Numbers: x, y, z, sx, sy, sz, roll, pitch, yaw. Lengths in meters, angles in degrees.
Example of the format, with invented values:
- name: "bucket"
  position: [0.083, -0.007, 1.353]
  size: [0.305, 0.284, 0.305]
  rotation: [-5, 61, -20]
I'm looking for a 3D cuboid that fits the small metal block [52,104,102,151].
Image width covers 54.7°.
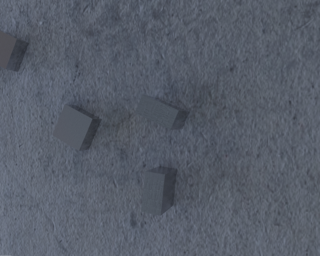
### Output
- name: "small metal block"
  position: [-0.121, -0.001, 0.450]
  size: [0.050, 0.025, 0.050]
  rotation: [27, 99, 17]

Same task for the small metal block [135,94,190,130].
- name: "small metal block"
  position: [0.004, -0.020, 0.394]
  size: [0.050, 0.050, 0.025]
  rotation: [25, 98, 18]

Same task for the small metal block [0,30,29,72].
- name: "small metal block"
  position: [-0.245, -0.124, 0.493]
  size: [0.050, 0.025, 0.050]
  rotation: [27, 99, 17]

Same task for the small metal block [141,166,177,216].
- name: "small metal block"
  position: [0.000, 0.078, 0.395]
  size: [0.025, 0.050, 0.050]
  rotation: [7, 92, 19]
